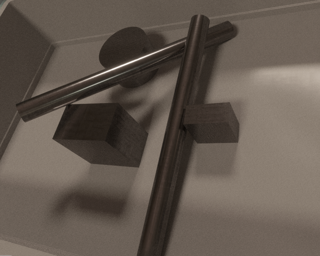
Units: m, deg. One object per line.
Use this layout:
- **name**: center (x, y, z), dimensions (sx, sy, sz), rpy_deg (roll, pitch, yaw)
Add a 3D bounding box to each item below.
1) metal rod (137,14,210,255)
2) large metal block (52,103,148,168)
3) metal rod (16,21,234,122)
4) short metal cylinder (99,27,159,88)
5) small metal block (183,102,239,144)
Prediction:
- **metal rod**: center (0.021, -0.002, 0.368), dimensions (0.025, 0.025, 0.299), rpy_deg (4, 72, 29)
- **large metal block**: center (-0.074, 0.011, 0.401), dimensions (0.080, 0.080, 0.050), rpy_deg (1, 62, 28)
- **metal rod**: center (-0.036, -0.079, 0.410), dimensions (0.302, 0.025, 0.025), rpy_deg (-24, 50, -12)
- **short metal cylinder**: center (-0.046, -0.109, 0.479), dimensions (0.080, 0.050, 0.080), rpy_deg (-13, 56, 20)
- **small metal block**: center (0.061, -0.004, 0.360), dimensions (0.050, 0.050, 0.025), rpy_deg (-3, 61, 26)
